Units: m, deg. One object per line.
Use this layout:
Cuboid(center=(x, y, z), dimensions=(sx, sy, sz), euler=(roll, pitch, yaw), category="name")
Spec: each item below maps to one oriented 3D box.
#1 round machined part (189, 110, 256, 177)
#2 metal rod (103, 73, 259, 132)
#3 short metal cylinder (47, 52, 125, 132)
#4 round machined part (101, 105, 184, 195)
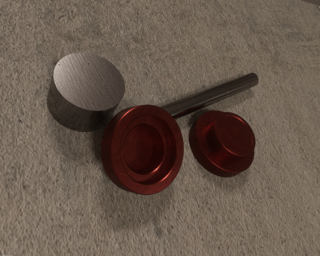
Cuboid(center=(0.094, 0.016, 0.436), dimensions=(0.099, 0.042, 0.098), euler=(14, 56, -21), category="round machined part")
Cuboid(center=(0.051, -0.037, 0.456), dimensions=(0.302, 0.025, 0.025), euler=(-23, 75, -37), category="metal rod")
Cuboid(center=(-0.088, -0.042, 0.367), dimensions=(0.081, 0.050, 0.080), euler=(14, 56, -21), category="short metal cylinder")
Cuboid(center=(-0.023, 0.024, 0.351), dimensions=(0.099, 0.042, 0.097), euler=(2, 86, -38), category="round machined part")
